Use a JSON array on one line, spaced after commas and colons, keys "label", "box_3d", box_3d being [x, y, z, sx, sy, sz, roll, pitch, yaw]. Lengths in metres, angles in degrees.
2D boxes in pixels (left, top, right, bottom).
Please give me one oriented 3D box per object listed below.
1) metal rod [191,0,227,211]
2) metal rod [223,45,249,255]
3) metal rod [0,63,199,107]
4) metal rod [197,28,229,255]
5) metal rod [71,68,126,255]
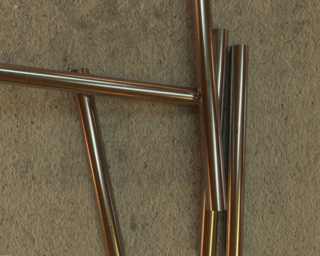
[{"label": "metal rod", "box_3d": [0.060, -0.050, 0.388, 0.025, 0.025, 0.298, -4, 85, 0]}, {"label": "metal rod", "box_3d": [0.100, 0.042, 0.410, 0.025, 0.025, 0.298, 2, 90, 0]}, {"label": "metal rod", "box_3d": [-0.095, -0.055, 0.384, 0.302, 0.025, 0.025, 6, 90, -10]}, {"label": "metal rod", "box_3d": [0.070, 0.021, 0.410, 0.025, 0.025, 0.298, 3, 90, 0]}, {"label": "metal rod", "box_3d": [-0.077, 0.071, 0.409, 0.025, 0.025, 0.298, -11, 90, 0]}]
